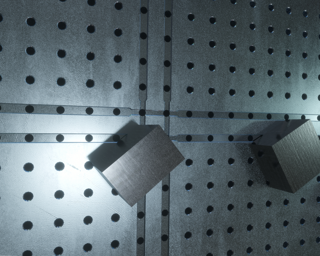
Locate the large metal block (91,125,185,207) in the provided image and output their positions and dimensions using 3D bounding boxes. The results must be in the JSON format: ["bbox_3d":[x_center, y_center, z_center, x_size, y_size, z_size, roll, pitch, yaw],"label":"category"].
[{"bbox_3d":[-0.029,0.040,0.373,0.080,0.080,0.050,-40,103,-16],"label":"large metal block"}]

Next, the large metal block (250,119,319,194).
[{"bbox_3d":[0.199,0.040,0.475,0.080,0.050,0.080,-31,100,-18],"label":"large metal block"}]
